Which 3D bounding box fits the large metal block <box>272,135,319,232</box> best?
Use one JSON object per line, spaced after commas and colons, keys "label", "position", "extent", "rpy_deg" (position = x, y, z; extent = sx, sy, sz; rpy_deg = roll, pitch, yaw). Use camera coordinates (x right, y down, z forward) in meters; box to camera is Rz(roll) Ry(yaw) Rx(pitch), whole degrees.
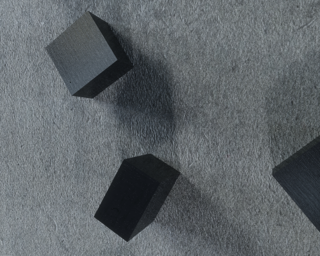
{"label": "large metal block", "position": [0.180, 0.056, 0.332], "extent": [0.080, 0.050, 0.080], "rpy_deg": [-41, 77, 15]}

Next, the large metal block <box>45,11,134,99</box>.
{"label": "large metal block", "position": [-0.097, -0.098, 0.430], "extent": [0.080, 0.050, 0.080], "rpy_deg": [-34, 79, 17]}

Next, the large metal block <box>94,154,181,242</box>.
{"label": "large metal block", "position": [-0.025, 0.082, 0.389], "extent": [0.050, 0.080, 0.080], "rpy_deg": [31, 100, 17]}
